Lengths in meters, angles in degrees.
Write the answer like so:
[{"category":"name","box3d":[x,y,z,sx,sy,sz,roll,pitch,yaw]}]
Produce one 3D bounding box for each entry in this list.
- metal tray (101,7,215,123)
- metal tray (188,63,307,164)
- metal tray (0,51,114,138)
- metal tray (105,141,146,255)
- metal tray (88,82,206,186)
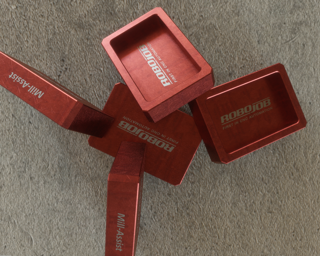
[{"category":"metal tray","box3d":[-0.005,-0.081,0.379,0.090,0.030,0.130,-31,61,-1]},{"category":"metal tray","box3d":[0.112,-0.019,0.394,0.131,0.030,0.090,-22,90,-15]},{"category":"metal tray","box3d":[-0.127,-0.038,0.362,0.130,0.090,0.030,31,90,16]},{"category":"metal tray","box3d":[-0.039,0.091,0.359,0.030,0.090,0.129,6,111,0]},{"category":"metal tray","box3d":[-0.016,0.008,0.408,0.131,0.030,0.090,26,90,-1]}]
